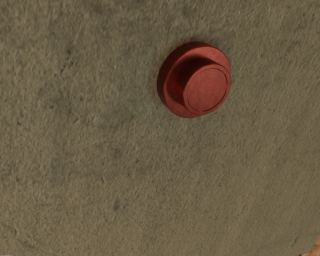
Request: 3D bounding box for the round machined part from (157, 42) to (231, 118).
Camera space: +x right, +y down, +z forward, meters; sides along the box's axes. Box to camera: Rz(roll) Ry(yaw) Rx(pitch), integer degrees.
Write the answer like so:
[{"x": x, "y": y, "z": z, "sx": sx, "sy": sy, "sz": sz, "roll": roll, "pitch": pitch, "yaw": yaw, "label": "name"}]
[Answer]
[{"x": 0.049, "y": -0.055, "z": 0.391, "sx": 0.099, "sy": 0.042, "sz": 0.097, "roll": -14, "pitch": 125, "yaw": -21, "label": "round machined part"}]
